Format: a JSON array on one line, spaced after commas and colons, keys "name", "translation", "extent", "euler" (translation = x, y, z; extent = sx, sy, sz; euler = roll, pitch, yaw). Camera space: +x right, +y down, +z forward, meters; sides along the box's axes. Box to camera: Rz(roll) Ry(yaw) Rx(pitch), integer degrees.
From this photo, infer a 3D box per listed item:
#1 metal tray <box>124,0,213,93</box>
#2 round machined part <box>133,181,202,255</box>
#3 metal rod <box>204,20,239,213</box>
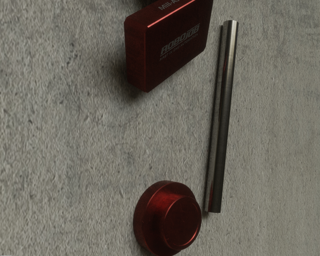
[{"name": "metal tray", "translation": [0.014, -0.112, 0.381], "extent": [0.131, 0.030, 0.089], "euler": [-41, 151, -32]}, {"name": "round machined part", "translation": [0.017, 0.120, 0.408], "extent": [0.099, 0.042, 0.097], "euler": [0, 90, -40]}, {"name": "metal rod", "translation": [0.097, -0.021, 0.485], "extent": [0.025, 0.025, 0.298], "euler": [11, 83, -40]}]
